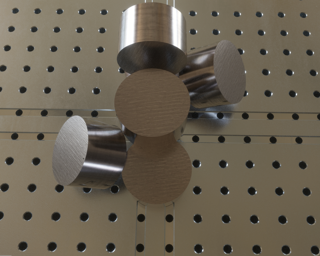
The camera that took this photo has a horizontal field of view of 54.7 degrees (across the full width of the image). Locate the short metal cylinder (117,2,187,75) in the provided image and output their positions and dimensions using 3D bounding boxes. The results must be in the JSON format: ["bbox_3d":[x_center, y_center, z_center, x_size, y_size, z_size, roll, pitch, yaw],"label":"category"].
[{"bbox_3d":[-0.009,-0.099,0.364,0.081,0.080,0.050,0,70,0],"label":"short metal cylinder"}]

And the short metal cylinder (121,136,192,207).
[{"bbox_3d":[-0.004,0.054,0.378,0.081,0.050,0.080,0,71,0],"label":"short metal cylinder"}]

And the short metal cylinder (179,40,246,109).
[{"bbox_3d":[0.069,-0.067,0.400,0.050,0.080,0.080,-7,64,41],"label":"short metal cylinder"}]

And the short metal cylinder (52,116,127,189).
[{"bbox_3d":[-0.084,0.030,0.365,0.050,0.080,0.080,16,63,-42],"label":"short metal cylinder"}]

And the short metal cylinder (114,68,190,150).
[{"bbox_3d":[-0.008,-0.020,0.352,0.081,0.050,0.080,0,70,0],"label":"short metal cylinder"}]

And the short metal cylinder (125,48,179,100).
[{"bbox_3d":[-0.007,-0.074,0.425,0.081,0.050,0.080,0,71,0],"label":"short metal cylinder"}]
